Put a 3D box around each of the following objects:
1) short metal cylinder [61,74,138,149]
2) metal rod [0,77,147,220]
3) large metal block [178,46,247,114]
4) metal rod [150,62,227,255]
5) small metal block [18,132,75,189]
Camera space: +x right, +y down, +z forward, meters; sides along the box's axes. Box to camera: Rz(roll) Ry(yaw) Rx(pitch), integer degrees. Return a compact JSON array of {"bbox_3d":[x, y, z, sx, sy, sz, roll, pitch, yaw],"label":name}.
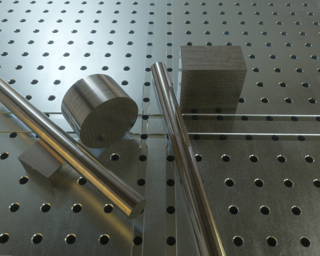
[{"bbox_3d":[-0.075,-0.020,0.388,0.081,0.080,0.050,-29,56,-22],"label":"short metal cylinder"},{"bbox_3d":[-0.133,0.004,0.370,0.300,0.025,0.025,34,58,25],"label":"metal rod"},{"bbox_3d":[0.067,-0.065,0.427,0.081,0.080,0.050,0,50,0],"label":"large metal block"},{"bbox_3d":[0.026,0.019,0.391,0.025,0.025,0.300,-8,51,-7],"label":"metal rod"},{"bbox_3d":[-0.131,0.037,0.376,0.050,0.025,0.050,27,55,21],"label":"small metal block"}]
